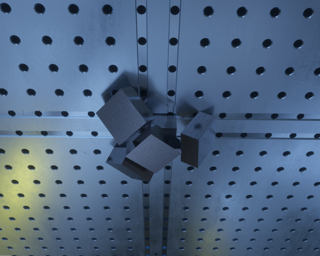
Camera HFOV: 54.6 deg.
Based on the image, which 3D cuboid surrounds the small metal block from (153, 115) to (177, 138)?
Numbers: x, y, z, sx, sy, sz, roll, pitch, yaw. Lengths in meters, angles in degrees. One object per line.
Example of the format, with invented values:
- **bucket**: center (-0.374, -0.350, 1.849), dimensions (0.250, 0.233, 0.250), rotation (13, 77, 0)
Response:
- **small metal block**: center (-0.004, 0.010, 0.420), dimensions (0.050, 0.025, 0.050), rotation (1, 133, -1)

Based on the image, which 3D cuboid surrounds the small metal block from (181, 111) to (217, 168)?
- **small metal block**: center (0.050, 0.015, 0.404), dimensions (0.025, 0.050, 0.050), rotation (21, 136, 26)

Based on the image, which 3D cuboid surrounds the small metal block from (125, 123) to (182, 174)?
- **small metal block**: center (-0.009, 0.026, 0.400), dimensions (0.050, 0.025, 0.050), rotation (33, 122, -26)

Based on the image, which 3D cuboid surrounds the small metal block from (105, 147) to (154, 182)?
- **small metal block**: center (-0.041, 0.051, 0.438), dimensions (0.050, 0.025, 0.050), rotation (37, 158, -27)

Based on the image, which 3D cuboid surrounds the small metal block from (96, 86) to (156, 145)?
- **small metal block**: center (-0.042, -0.015, 0.382), dimensions (0.050, 0.025, 0.050), rotation (-39, 85, 28)
